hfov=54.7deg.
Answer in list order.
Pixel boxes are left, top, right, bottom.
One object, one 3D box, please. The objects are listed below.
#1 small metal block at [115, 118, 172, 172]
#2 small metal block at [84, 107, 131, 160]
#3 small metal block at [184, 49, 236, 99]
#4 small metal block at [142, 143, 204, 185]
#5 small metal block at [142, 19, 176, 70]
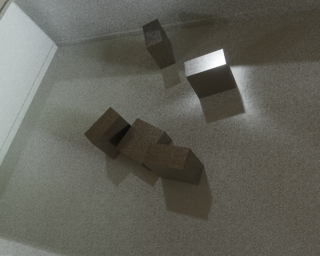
[{"bbox_3d":[-0.021,0.021,0.404,0.050,0.025,0.050,26,76,37],"label":"small metal block"},{"bbox_3d":[-0.065,0.008,0.419,0.050,0.050,0.025,-47,51,-5],"label":"small metal block"},{"bbox_3d":[0.065,-0.068,0.397,0.050,0.050,0.025,-16,56,19],"label":"small metal block"},{"bbox_3d":[0.016,0.041,0.356,0.050,0.050,0.025,5,65,31],"label":"small metal block"},{"bbox_3d":[-0.001,-0.126,0.468,0.025,0.050,0.050,-21,54,16],"label":"small metal block"}]
